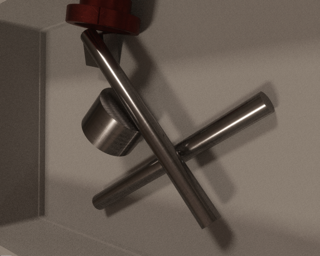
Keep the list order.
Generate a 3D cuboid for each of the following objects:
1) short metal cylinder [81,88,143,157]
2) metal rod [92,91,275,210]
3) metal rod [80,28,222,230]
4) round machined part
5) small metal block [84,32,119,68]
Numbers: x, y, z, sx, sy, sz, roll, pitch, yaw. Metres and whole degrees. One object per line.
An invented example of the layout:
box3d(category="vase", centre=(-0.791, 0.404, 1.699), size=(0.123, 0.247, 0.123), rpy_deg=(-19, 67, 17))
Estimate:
box3d(category="short metal cylinder", centre=(-0.057, -0.009, 0.416), size=(0.050, 0.081, 0.080), rpy_deg=(-49, 61, 29))
box3d(category="metal rod", centre=(0.007, 0.044, 0.398), size=(0.299, 0.025, 0.025), rpy_deg=(-35, 69, 34))
box3d(category="metal rod", centre=(-0.022, -0.014, 0.384), size=(0.025, 0.025, 0.299), rpy_deg=(-46, 66, 30))
box3d(category="round machined part", centre=(-0.074, -0.155, 0.417), size=(0.098, 0.099, 0.042), rpy_deg=(18, 104, 38))
box3d(category="small metal block", centre=(-0.090, -0.119, 0.469), size=(0.050, 0.025, 0.050), rpy_deg=(18, 121, 38))
